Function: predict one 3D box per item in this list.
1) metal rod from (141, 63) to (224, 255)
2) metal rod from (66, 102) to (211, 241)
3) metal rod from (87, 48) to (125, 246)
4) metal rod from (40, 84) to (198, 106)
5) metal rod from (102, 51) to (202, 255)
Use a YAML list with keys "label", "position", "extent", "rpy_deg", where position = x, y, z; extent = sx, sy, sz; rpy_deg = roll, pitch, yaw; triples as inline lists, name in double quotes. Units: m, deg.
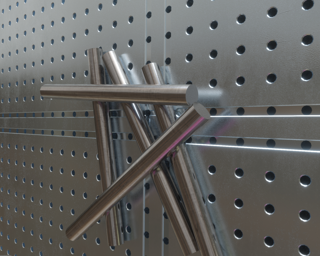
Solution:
- label: "metal rod"
  position: [0.031, 0.056, 0.382]
  extent: [0.025, 0.025, 0.299]
  rpy_deg: [-28, 72, 36]
- label: "metal rod"
  position: [-0.045, 0.073, 0.411]
  extent: [0.299, 0.025, 0.025]
  rpy_deg: [-45, 63, 30]
- label: "metal rod"
  position: [-0.084, 0.025, 0.475]
  extent: [0.025, 0.025, 0.298]
  rpy_deg: [-12, 82, 39]
- label: "metal rod"
  position: [-0.080, -0.050, 0.440]
  extent: [0.300, 0.025, 0.025]
  rpy_deg: [7, 94, 39]
- label: "metal rod"
  position: [-0.018, 0.021, 0.421]
  extent: [0.025, 0.025, 0.299]
  rpy_deg: [-37, 68, 33]
